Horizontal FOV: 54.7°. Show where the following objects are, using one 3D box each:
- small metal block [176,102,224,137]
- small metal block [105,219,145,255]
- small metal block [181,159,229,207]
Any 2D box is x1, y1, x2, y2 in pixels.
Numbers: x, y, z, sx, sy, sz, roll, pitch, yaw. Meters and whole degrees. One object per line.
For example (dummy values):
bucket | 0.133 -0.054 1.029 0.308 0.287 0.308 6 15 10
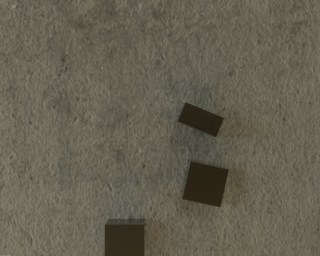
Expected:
small metal block | 0.049 -0.010 0.398 0.050 0.050 0.025 22 90 -1
small metal block | -0.046 0.149 0.410 0.050 0.025 0.050 0 90 -1
small metal block | 0.059 0.073 0.411 0.050 0.025 0.050 13 90 -1
